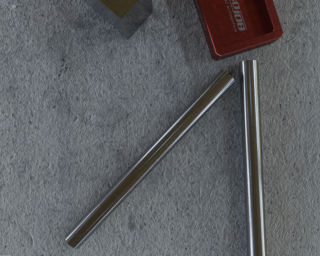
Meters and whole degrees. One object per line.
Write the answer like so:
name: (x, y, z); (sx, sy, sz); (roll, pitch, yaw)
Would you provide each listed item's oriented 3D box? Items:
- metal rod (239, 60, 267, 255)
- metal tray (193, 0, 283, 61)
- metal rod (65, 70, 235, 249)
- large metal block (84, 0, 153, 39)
metal rod: (0.124, 0.061, 0.411); (0.025, 0.025, 0.298); (-3, 90, -1)
metal tray: (0.096, -0.165, 0.408); (0.090, 0.030, 0.129); (-18, 90, -1)
metal rod: (-0.013, 0.041, 0.409); (0.025, 0.025, 0.300); (43, 90, -1)
large metal block: (-0.056, -0.165, 0.382); (0.080, 0.080, 0.050); (41, 90, -1)
